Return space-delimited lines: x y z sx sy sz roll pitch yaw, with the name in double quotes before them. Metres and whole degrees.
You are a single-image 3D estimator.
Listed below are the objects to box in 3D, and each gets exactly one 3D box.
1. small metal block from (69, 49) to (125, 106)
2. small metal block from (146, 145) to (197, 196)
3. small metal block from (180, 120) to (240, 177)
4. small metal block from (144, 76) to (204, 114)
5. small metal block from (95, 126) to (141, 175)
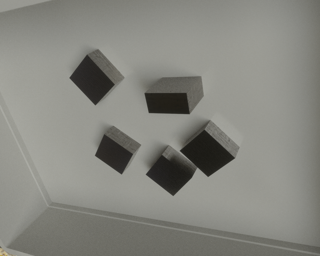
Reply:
"small metal block" -0.084 -0.066 0.410 0.050 0.025 0.050 47 129 -6
"small metal block" 0.016 0.061 0.436 0.050 0.025 0.050 38 129 2
"small metal block" 0.062 0.027 0.391 0.050 0.025 0.050 43 129 -2
"small metal block" 0.018 -0.039 0.358 0.050 0.050 0.025 3 120 26
"small metal block" -0.063 0.033 0.461 0.050 0.025 0.050 34 129 5
